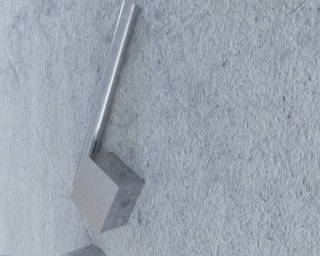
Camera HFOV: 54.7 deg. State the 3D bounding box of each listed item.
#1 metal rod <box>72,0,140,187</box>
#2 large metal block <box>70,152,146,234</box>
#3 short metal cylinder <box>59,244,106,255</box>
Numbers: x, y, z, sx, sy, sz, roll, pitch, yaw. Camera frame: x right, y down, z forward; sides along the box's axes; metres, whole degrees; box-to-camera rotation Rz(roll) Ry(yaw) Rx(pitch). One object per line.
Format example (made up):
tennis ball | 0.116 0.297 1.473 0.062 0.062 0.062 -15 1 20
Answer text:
metal rod | -0.087 -0.040 0.476 0.025 0.025 0.298 30 109 36
large metal block | -0.079 0.091 0.454 0.080 0.050 0.079 37 112 34
short metal cylinder | -0.123 0.233 0.491 0.080 0.050 0.080 0 90 40
